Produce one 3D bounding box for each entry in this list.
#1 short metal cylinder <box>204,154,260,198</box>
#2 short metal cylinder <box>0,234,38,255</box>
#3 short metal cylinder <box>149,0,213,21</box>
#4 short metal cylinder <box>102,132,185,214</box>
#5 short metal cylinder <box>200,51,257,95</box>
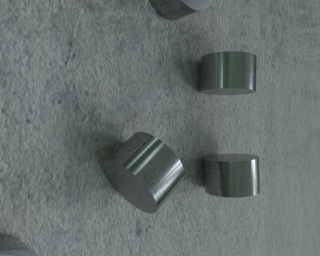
[{"bbox_3d":[0.106,0.068,0.461,0.081,0.080,0.050,-5,93,-40],"label":"short metal cylinder"},{"bbox_3d":[-0.144,0.140,0.269,0.081,0.050,0.079,0,90,-40],"label":"short metal cylinder"},{"bbox_3d":[0.028,-0.191,0.413,0.081,0.050,0.079,0,90,-40],"label":"short metal cylinder"},{"bbox_3d":[-0.019,0.051,0.355,0.050,0.080,0.080,-45,117,-31],"label":"short metal cylinder"},{"bbox_3d":[0.100,-0.078,0.455,0.081,0.080,0.050,2,89,-40],"label":"short metal cylinder"}]
